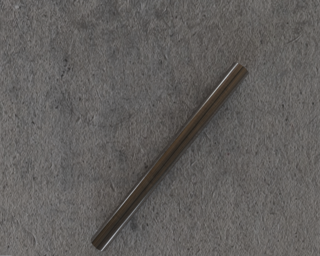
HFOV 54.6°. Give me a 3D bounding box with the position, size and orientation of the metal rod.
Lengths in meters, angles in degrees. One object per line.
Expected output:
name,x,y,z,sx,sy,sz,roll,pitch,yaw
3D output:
metal rod,0.013,0.037,0.410,0.025,0.025,0.300,39,90,0
